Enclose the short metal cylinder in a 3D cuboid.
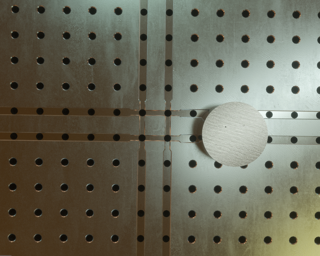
[{"bbox_3d":[0.091,0.007,0.402,0.081,0.050,0.079,0,90,0],"label":"short metal cylinder"}]
